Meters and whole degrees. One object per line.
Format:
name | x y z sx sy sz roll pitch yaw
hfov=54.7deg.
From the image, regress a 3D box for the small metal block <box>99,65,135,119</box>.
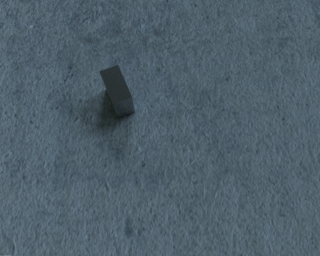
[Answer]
small metal block | -0.056 -0.047 0.411 0.025 0.050 0.050 -22 72 -8
